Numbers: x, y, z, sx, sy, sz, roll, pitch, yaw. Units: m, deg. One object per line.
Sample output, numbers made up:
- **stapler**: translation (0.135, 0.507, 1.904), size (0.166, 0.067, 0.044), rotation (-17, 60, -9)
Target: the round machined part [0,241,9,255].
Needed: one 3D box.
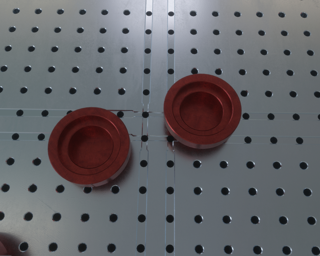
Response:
- **round machined part**: translation (-0.214, 0.164, 0.342), size (0.099, 0.042, 0.098), rotation (0, 70, 0)

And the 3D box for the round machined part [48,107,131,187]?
- **round machined part**: translation (-0.086, 0.026, 0.393), size (0.099, 0.042, 0.098), rotation (0, 70, 0)

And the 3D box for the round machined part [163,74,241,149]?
- **round machined part**: translation (0.054, -0.019, 0.410), size (0.099, 0.042, 0.098), rotation (0, 70, 0)
